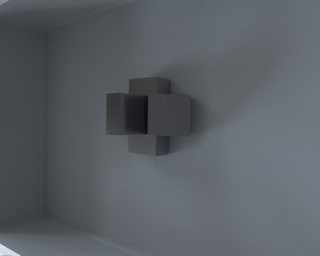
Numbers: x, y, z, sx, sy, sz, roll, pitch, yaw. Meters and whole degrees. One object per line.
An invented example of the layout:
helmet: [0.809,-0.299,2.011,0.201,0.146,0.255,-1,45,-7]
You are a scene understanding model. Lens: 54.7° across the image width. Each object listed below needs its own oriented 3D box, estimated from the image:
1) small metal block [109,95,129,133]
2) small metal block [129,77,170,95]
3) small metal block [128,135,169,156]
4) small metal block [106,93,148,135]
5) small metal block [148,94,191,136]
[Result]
small metal block: [-0.057,-0.019,0.434,0.050,0.025,0.050,-172,83,-83]
small metal block: [-0.015,-0.041,0.416,0.050,0.025,0.050,3,92,39]
small metal block: [-0.016,0.010,0.417,0.050,0.025,0.050,3,92,40]
small metal block: [-0.040,-0.017,0.388,0.025,0.050,0.050,1,91,39]
small metal block: [0.011,-0.016,0.380,0.050,0.025,0.050,1,92,0]
